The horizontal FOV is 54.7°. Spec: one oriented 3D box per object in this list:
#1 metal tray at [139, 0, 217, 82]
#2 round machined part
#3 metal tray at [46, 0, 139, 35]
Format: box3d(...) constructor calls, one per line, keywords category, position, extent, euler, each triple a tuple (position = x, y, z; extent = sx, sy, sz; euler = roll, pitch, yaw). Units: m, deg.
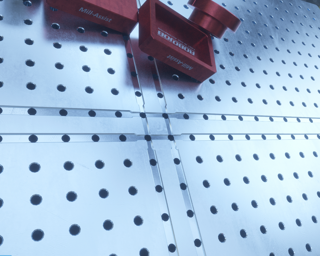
box3d(category="metal tray", position=(0.028, -0.136, 0.483), extent=(0.131, 0.030, 0.090), euler=(20, 53, -34))
box3d(category="round machined part", position=(0.088, -0.190, 0.541), extent=(0.098, 0.042, 0.098), euler=(29, 17, -9))
box3d(category="metal tray", position=(-0.098, -0.200, 0.461), extent=(0.131, 0.030, 0.090), euler=(10, 57, -34))
